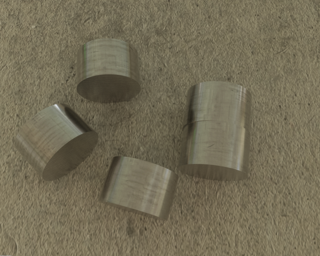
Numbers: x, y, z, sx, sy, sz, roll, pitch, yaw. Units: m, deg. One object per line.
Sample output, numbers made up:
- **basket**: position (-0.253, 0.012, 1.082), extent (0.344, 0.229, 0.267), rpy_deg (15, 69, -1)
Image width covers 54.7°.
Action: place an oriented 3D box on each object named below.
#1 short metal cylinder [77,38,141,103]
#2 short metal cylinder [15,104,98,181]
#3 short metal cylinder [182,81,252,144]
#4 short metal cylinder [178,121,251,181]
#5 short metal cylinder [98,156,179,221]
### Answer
- **short metal cylinder**: position (-0.067, -0.072, 0.405), extent (0.081, 0.080, 0.050), rpy_deg (-5, 70, -2)
- **short metal cylinder**: position (-0.122, 0.017, 0.372), extent (0.050, 0.080, 0.080), rpy_deg (43, 76, 14)
- **short metal cylinder**: position (0.071, -0.017, 0.385), extent (0.080, 0.080, 0.050), rpy_deg (8, 70, 3)
- **short metal cylinder**: position (0.065, 0.029, 0.368), extent (0.080, 0.080, 0.050), rpy_deg (8, 71, 3)
- **short metal cylinder**: position (-0.024, 0.070, 0.353), extent (0.080, 0.080, 0.050), rpy_deg (15, 71, 5)
